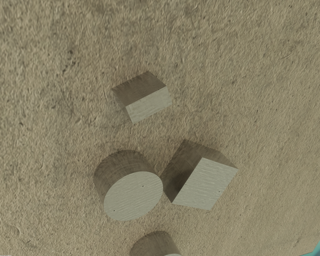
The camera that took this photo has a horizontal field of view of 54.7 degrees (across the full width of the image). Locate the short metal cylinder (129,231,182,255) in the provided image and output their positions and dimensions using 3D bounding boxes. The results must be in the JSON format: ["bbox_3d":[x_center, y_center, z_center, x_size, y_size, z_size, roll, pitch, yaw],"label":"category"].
[{"bbox_3d":[-0.006,0.223,0.526,0.081,0.050,0.079,-14,124,-21],"label":"short metal cylinder"}]

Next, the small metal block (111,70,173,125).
[{"bbox_3d":[-0.022,-0.037,0.356,0.050,0.050,0.025,-28,128,-11],"label":"small metal block"}]

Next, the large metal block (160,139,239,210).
[{"bbox_3d":[0.057,0.072,0.466,0.080,0.050,0.080,21,107,-36],"label":"large metal block"}]

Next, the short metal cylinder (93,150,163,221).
[{"bbox_3d":[-0.043,0.076,0.414,0.081,0.050,0.079,-14,124,-21],"label":"short metal cylinder"}]
